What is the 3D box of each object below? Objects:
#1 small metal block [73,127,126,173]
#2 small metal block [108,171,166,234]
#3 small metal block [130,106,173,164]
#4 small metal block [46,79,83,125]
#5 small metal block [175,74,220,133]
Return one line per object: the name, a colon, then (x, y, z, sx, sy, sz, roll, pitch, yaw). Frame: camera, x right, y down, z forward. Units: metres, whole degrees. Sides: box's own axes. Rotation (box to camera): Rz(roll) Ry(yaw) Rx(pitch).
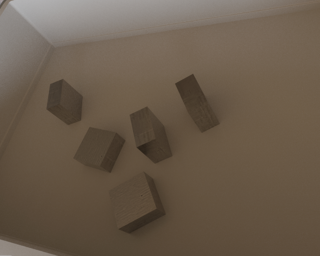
small metal block: (-0.084, 0.030, 0.430, 0.050, 0.025, 0.050, 10, 67, 32)
small metal block: (-0.028, 0.088, 0.365, 0.050, 0.025, 0.050, -30, 52, 8)
small metal block: (-0.011, 0.010, 0.388, 0.025, 0.050, 0.050, -25, 53, 13)
small metal block: (-0.150, -0.041, 0.491, 0.025, 0.050, 0.050, -18, 55, 18)
small metal block: (0.047, -0.030, 0.383, 0.025, 0.050, 0.050, -28, 52, 11)
